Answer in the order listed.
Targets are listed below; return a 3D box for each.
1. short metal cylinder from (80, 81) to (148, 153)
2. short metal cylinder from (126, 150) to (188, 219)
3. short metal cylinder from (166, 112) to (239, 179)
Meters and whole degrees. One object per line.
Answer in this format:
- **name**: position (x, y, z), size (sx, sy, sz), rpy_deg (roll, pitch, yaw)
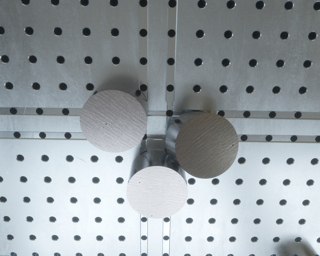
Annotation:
- **short metal cylinder**: position (-0.056, -0.015, 0.394), size (0.081, 0.050, 0.079), rpy_deg (0, 110, 0)
- **short metal cylinder**: position (-0.004, 0.077, 0.428), size (0.081, 0.050, 0.079), rpy_deg (0, 110, 0)
- **short metal cylinder**: position (0.052, 0.019, 0.395), size (0.081, 0.050, 0.079), rpy_deg (-1, 96, -12)
